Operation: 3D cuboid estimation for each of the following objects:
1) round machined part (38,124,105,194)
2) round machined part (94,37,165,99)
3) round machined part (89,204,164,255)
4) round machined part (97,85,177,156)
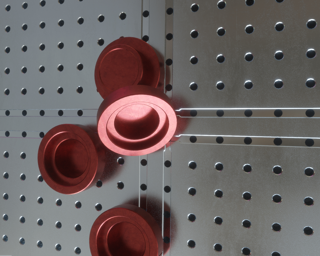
[{"bbox_3d":[-0.122,0.043,0.445,0.098,0.042,0.097,0,90,19],"label":"round machined part"},{"bbox_3d":[-0.046,-0.075,0.419,0.098,0.042,0.097,0,90,19],"label":"round machined part"},{"bbox_3d":[-0.041,0.151,0.417,0.098,0.042,0.097,0,90,19],"label":"round machined part"},{"bbox_3d":[-0.031,-0.014,0.395,0.098,0.098,0.042,-36,38,16],"label":"round machined part"}]
